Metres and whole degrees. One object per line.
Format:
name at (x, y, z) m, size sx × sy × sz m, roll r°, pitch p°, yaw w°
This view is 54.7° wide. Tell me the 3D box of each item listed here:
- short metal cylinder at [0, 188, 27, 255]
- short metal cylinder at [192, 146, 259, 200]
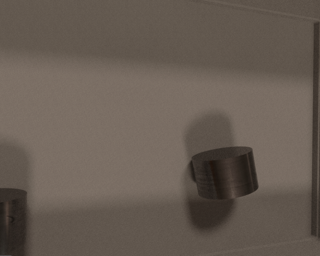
short metal cylinder at (-0.180, 0.094, 0.315) m, size 0.081 × 0.080 × 0.050 m, roll 1°, pitch 90°, yaw -20°
short metal cylinder at (0.087, 0.058, 0.415) m, size 0.081 × 0.080 × 0.050 m, roll -12°, pitch 94°, yaw -20°
